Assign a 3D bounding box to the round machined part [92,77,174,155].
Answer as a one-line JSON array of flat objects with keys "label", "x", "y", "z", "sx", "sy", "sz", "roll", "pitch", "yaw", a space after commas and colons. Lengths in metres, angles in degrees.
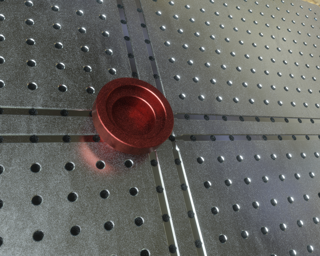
[{"label": "round machined part", "x": -0.036, "y": -0.011, "z": 0.384, "sx": 0.099, "sy": 0.042, "sz": 0.098, "roll": 13, "pitch": 56, "yaw": -21}]
